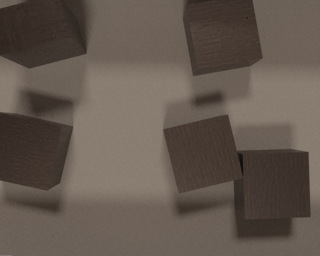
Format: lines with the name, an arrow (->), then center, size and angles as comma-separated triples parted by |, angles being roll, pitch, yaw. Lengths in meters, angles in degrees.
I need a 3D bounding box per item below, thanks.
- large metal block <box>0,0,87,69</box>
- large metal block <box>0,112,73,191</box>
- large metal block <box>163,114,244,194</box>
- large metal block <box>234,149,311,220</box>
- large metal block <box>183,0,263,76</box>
large metal block -> -0.145, -0.115, 0.382 | 0.080, 0.080, 0.050 | -15, 90, 0
large metal block -> -0.166, 0.028, 0.397 | 0.080, 0.050, 0.080 | 13, 90, -1
large metal block -> 0.053, 0.031, 0.400 | 0.080, 0.050, 0.080 | -14, 90, 0
large metal block -> 0.142, 0.070, 0.401 | 0.081, 0.050, 0.079 | -2, 90, -1
large metal block -> 0.078, -0.117, 0.400 | 0.080, 0.050, 0.080 | -10, 90, -1
